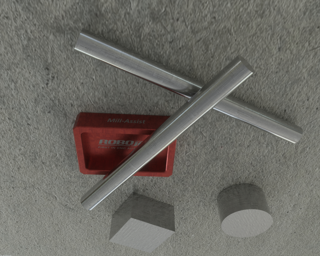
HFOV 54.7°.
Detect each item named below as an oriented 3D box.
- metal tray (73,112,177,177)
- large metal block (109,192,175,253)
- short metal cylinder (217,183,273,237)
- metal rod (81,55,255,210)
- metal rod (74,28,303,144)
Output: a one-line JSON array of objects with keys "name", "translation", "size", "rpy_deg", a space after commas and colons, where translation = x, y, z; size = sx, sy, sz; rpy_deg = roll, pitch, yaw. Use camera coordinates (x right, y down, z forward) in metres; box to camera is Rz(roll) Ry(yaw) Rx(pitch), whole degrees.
[{"name": "metal tray", "translation": [-0.046, 0.025, 0.424], "size": [0.131, 0.030, 0.089], "rpy_deg": [2, 130, -3]}, {"name": "large metal block", "translation": [-0.031, 0.163, 0.529], "size": [0.080, 0.050, 0.080], "rpy_deg": [24, 126, -20]}, {"name": "short metal cylinder", "translation": [0.137, 0.136, 0.509], "size": [0.081, 0.050, 0.079], "rpy_deg": [0, 130, 0]}, {"name": "metal rod", "translation": [-0.009, 0.023, 0.386], "size": [0.025, 0.025, 0.299], "rpy_deg": [33, 122, -25]}, {"name": "metal rod", "translation": [0.048, -0.042, 0.371], "size": [0.302, 0.025, 0.025], "rpy_deg": [21, 127, -18]}]
